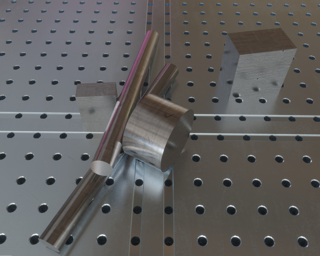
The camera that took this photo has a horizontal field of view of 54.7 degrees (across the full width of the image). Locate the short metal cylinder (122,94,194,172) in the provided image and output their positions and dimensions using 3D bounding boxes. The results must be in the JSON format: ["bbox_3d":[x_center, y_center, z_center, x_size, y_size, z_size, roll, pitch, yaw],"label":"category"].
[{"bbox_3d":[-0.001,0.005,0.367,0.050,0.080,0.080,25,54,19],"label":"short metal cylinder"}]

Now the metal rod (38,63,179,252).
[{"bbox_3d":[-0.046,0.013,0.395,0.025,0.025,0.301,20,53,16],"label":"metal rod"}]

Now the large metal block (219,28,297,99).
[{"bbox_3d":[0.138,-0.094,0.452,0.081,0.080,0.050,-8,51,-7],"label":"large metal block"}]

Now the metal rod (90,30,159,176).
[{"bbox_3d":[-0.037,-0.059,0.433,0.025,0.025,0.300,7,43,6],"label":"metal rod"}]

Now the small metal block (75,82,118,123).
[{"bbox_3d":[-0.083,-0.034,0.419,0.050,0.050,0.025,-3,50,-3],"label":"small metal block"}]
